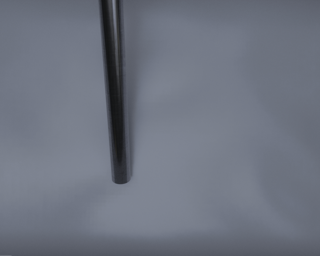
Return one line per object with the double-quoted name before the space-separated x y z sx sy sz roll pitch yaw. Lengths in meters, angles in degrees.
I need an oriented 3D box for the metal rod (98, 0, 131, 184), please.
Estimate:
"metal rod" -0.051 -0.066 0.348 0.025 0.025 0.298 0 116 0
